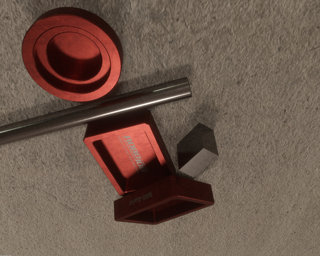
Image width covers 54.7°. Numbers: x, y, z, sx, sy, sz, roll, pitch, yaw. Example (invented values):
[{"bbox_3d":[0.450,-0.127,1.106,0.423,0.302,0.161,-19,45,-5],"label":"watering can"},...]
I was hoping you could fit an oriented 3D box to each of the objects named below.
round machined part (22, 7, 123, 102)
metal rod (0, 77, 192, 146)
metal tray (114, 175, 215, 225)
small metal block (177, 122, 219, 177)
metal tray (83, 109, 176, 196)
[{"bbox_3d":[-0.088,-0.079,0.327,0.099,0.042,0.097,-1,130,0],"label":"round machined part"},{"bbox_3d":[-0.109,-0.014,0.393,0.301,0.025,0.025,-13,129,10],"label":"metal rod"},{"bbox_3d":[0.004,0.113,0.469,0.130,0.030,0.090,-31,143,35],"label":"metal tray"},{"bbox_3d":[0.049,0.029,0.417,0.025,0.050,0.050,28,124,-22],"label":"small metal block"},{"bbox_3d":[-0.037,0.040,0.437,0.090,0.030,0.129,-14,129,11],"label":"metal tray"}]
